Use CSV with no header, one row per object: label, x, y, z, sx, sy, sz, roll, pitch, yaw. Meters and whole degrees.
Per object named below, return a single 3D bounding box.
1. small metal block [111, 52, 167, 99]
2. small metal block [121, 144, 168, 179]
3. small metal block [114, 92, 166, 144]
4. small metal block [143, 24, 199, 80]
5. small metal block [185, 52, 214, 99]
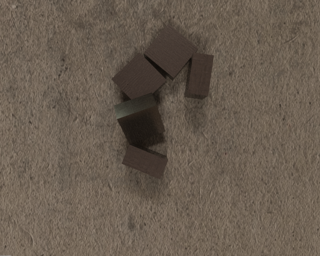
small metal block,-0.027,-0.062,0.410,0.050,0.025,0.050,-44,90,0
small metal block,-0.018,0.041,0.397,0.050,0.050,0.025,22,90,-1
small metal block,-0.025,-0.012,0.395,0.050,0.050,0.025,-19,48,0
small metal block,0.014,-0.099,0.410,0.050,0.025,0.050,40,90,-1
small metal block,0.049,-0.065,0.398,0.025,0.050,0.050,8,90,0
